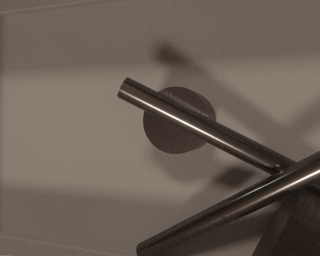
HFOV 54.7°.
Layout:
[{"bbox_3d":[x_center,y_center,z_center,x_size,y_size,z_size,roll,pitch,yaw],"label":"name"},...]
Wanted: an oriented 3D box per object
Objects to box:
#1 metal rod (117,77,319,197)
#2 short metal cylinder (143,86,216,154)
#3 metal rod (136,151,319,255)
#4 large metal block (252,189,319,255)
[{"bbox_3d":[0.093,0.023,0.337,0.301,0.025,0.025,27,99,2],"label":"metal rod"},{"bbox_3d":[0.026,-0.009,0.388,0.080,0.050,0.079,0,90,19],"label":"short metal cylinder"},{"bbox_3d":[0.081,0.090,0.345,0.299,0.025,0.025,-37,78,29],"label":"metal rod"},{"bbox_3d":[0.138,0.120,0.316,0.050,0.080,0.080,33,63,16],"label":"large metal block"}]
